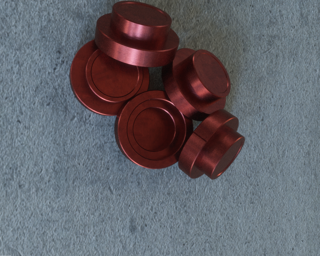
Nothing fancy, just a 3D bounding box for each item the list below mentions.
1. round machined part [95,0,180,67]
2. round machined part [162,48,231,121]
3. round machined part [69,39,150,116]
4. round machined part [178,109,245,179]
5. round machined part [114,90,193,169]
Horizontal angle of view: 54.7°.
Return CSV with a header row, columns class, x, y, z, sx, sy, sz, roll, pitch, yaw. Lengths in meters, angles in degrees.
class,x,y,z,sx,sy,sz,roll,pitch,yaw
round machined part,-0.024,-0.115,0.362,0.099,0.098,0.042,1,132,-20
round machined part,0.053,-0.061,0.399,0.099,0.042,0.098,21,55,-33
round machined part,-0.059,-0.064,0.381,0.099,0.042,0.097,0,90,-21
round machined part,0.072,0.028,0.400,0.042,0.098,0.098,38,74,26
round machined part,-0.010,0.002,0.398,0.099,0.042,0.097,0,90,-21
